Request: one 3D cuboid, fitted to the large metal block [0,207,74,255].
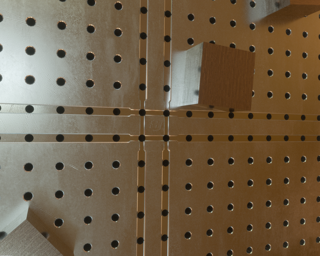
[{"bbox_3d":[-0.153,0.151,0.344,0.080,0.050,0.080,-42,104,-15],"label":"large metal block"}]

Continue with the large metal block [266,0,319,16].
[{"bbox_3d":[0.211,-0.222,0.479,0.081,0.050,0.079,-7,93,-20],"label":"large metal block"}]

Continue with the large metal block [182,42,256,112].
[{"bbox_3d":[0.081,-0.067,0.430,0.081,0.050,0.080,6,88,-20],"label":"large metal block"}]
